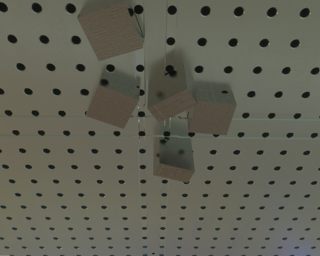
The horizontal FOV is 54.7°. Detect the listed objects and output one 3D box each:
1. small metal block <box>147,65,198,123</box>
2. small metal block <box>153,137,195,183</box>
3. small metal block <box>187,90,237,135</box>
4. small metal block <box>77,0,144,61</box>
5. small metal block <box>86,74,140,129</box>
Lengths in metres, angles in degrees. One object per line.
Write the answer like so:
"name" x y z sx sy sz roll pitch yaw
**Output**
"small metal block" 0.014 -0.040 0.362 0.050 0.050 0.025 -25 126 19
"small metal block" 0.019 0.045 0.434 0.050 0.050 0.025 15 128 -13
"small metal block" 0.065 -0.019 0.396 0.050 0.025 0.050 5 130 -5
"small metal block" -0.050 -0.104 0.323 0.050 0.025 0.050 -14 129 11
"small metal block" -0.058 -0.032 0.384 0.050 0.025 0.050 20 127 -17
